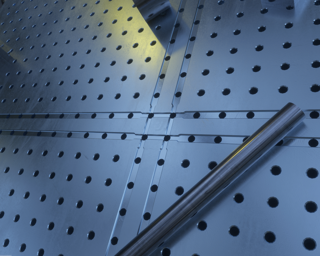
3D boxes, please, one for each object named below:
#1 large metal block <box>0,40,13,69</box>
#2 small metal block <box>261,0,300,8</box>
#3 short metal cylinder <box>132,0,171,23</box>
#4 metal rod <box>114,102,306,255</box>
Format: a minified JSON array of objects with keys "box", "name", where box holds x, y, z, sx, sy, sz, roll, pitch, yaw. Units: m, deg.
[{"box":[-0.387,-0.183,0.689,0.050,0.080,0.080,-43,51,-1],"name":"large metal block"},{"box":[0.177,-0.200,0.438,0.050,0.025,0.050,26,76,37],"name":"small metal block"},{"box":[-0.023,-0.228,0.525,0.050,0.080,0.080,-31,52,8],"name":"short metal cylinder"},{"box":[0.037,0.080,0.339,0.300,0.025,0.025,-41,51,0],"name":"metal rod"}]
